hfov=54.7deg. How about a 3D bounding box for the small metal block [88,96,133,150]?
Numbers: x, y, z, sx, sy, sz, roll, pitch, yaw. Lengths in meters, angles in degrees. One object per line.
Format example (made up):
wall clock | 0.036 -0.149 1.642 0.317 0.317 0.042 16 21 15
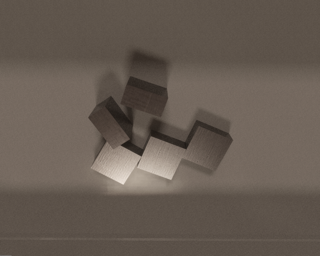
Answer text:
small metal block | -0.061 -0.008 0.394 0.025 0.050 0.050 -32 107 11

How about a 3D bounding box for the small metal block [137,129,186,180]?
small metal block | 0.002 0.037 0.425 0.050 0.025 0.050 21 109 -8

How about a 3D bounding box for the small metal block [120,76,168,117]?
small metal block | -0.019 -0.040 0.383 0.050 0.050 0.025 18 109 -7

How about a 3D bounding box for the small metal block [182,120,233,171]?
small metal block | 0.063 0.024 0.421 0.050 0.025 0.050 23 108 -9

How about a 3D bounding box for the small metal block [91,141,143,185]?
small metal block | -0.059 0.042 0.426 0.050 0.025 0.050 29 107 -11
